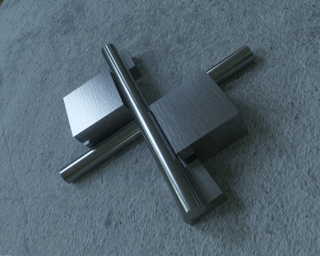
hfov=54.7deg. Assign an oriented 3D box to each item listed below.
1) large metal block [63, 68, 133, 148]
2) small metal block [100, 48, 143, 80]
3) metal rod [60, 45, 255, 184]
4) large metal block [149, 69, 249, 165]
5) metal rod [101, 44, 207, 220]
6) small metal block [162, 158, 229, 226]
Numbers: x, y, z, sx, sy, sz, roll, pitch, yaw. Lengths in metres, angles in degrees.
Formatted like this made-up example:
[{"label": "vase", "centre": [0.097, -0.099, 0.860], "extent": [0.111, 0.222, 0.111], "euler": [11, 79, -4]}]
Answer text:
[{"label": "large metal block", "centre": [-0.084, -0.026, 0.447], "extent": [0.080, 0.050, 0.080], "euler": [-32, 52, 7]}, {"label": "small metal block", "centre": [-0.063, -0.093, 0.496], "extent": [0.050, 0.025, 0.050], "euler": [-32, 52, 7]}, {"label": "metal rod", "centre": [-0.007, -0.015, 0.419], "extent": [0.300, 0.025, 0.025], "euler": [-34, 52, 6]}, {"label": "large metal block", "centre": [0.046, -0.010, 0.371], "extent": [0.080, 0.050, 0.080], "euler": [-34, 51, 6]}, {"label": "metal rod", "centre": [-0.023, -0.020, 0.396], "extent": [0.025, 0.025, 0.300], "euler": [-34, 51, 6]}, {"label": "small metal block", "centre": [0.038, 0.071, 0.343], "extent": [0.050, 0.025, 0.050], "euler": [-37, 51, 3]}]
